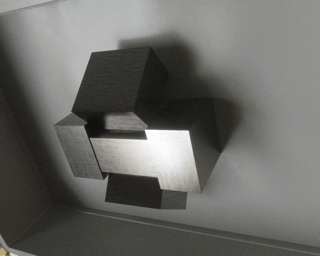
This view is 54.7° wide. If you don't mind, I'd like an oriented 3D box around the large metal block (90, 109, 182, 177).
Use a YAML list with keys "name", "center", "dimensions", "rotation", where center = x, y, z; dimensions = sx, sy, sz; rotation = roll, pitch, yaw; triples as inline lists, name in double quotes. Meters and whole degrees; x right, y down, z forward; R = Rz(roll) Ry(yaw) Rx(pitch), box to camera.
- name: "large metal block"
  center: [-0.027, 0.015, 0.395]
  dimensions: [0.080, 0.080, 0.050]
  rotation: [1, 119, 28]

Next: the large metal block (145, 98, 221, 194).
- name: "large metal block"
  center: [0.031, 0.018, 0.366]
  dimensions: [0.050, 0.080, 0.080]
  rotation: [1, 119, 28]

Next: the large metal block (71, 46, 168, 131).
- name: "large metal block"
  center: [-0.044, -0.043, 0.360]
  dimensions: [0.080, 0.080, 0.050]
  rotation: [2, 157, 27]

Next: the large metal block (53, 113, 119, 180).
- name: "large metal block"
  center: [-0.087, 0.013, 0.426]
  dimensions: [0.050, 0.080, 0.080]
  rotation: [1, 119, 28]

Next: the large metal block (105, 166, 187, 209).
- name: "large metal block"
  center: [-0.015, 0.080, 0.420]
  dimensions: [0.080, 0.080, 0.050]
  rotation: [0, 77, 27]
